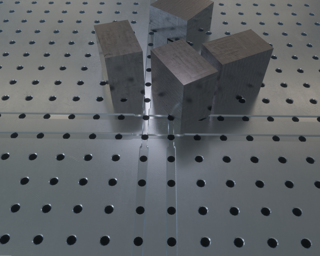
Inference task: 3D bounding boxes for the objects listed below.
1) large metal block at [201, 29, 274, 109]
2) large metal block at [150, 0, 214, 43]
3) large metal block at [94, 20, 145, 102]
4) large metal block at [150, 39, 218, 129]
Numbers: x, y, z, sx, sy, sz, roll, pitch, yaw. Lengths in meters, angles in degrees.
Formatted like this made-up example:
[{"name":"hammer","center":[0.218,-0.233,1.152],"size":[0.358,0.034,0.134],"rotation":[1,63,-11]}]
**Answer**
[{"name":"large metal block","center":[0.104,-0.084,0.443],"size":[0.081,0.080,0.050],"rotation":[-20,53,-16]},{"name":"large metal block","center":[0.039,-0.202,0.562],"size":[0.080,0.050,0.080],"rotation":[32,57,24]},{"name":"large metal block","center":[-0.059,-0.098,0.454],"size":[0.050,0.080,0.080],"rotation":[-14,52,-11]},{"name":"large metal block","center":[0.030,-0.061,0.423],"size":[0.050,0.080,0.080],"rotation":[-24,54,-19]}]
